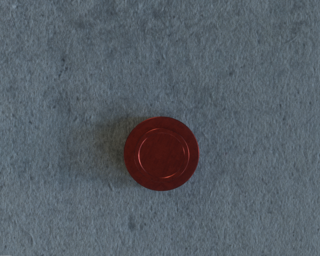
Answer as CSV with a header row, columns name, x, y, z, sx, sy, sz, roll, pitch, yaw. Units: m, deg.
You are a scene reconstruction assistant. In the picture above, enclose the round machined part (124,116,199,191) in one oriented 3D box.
name,x,y,z,sx,sy,sz,roll,pitch,yaw
round machined part,0.002,0.033,0.402,0.099,0.042,0.097,0,90,-1
